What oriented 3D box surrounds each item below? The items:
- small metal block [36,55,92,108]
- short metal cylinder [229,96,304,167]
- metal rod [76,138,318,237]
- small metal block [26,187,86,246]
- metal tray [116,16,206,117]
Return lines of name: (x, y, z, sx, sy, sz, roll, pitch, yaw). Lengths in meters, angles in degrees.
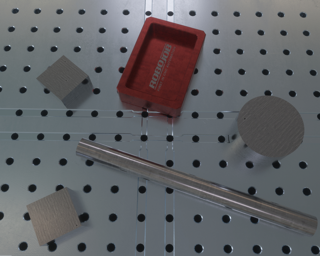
small metal block: (-0.133, -0.065, 0.435, 0.050, 0.025, 0.050, 40, 75, 13)
short metal cylinder: (0.134, 0.005, 0.397, 0.081, 0.050, 0.080, 0, 70, 0)
metal rod: (0.039, 0.071, 0.385, 0.301, 0.025, 0.025, 18, 71, 6)
small metal block: (-0.124, 0.106, 0.372, 0.050, 0.025, 0.050, -25, 72, -9)
metal tray: (0.004, -0.089, 0.441, 0.090, 0.030, 0.130, 17, 71, 6)
